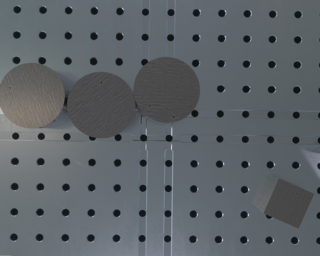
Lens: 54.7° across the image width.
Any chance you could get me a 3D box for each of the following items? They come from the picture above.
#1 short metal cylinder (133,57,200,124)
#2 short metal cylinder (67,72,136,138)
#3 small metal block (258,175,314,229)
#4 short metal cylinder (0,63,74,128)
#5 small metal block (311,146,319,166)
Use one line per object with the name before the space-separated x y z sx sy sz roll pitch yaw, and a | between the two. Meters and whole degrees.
short metal cylinder | 0.006 -0.045 0.397 0.081 0.050 0.080 0 88 -6
short metal cylinder | -0.073 -0.028 0.395 0.081 0.050 0.079 0 92 -8
small metal block | 0.168 0.098 0.415 0.050 0.025 0.050 24 90 0
short metal cylinder | -0.155 -0.039 0.400 0.081 0.050 0.079 0 90 0
small metal block | 0.243 0.040 0.416 0.050 0.025 0.050 -33 90 0
